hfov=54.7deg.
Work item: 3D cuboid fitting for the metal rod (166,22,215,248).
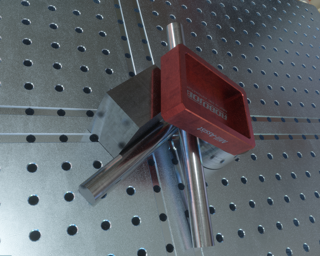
[{"bbox_3d":[0.036,-0.005,0.403,0.025,0.025,0.299,4,69,-27],"label":"metal rod"}]

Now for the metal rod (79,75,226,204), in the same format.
[{"bbox_3d":[0.014,-0.004,0.420,0.025,0.025,0.302,47,51,4],"label":"metal rod"}]

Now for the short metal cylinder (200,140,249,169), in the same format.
[{"bbox_3d":[0.081,0.011,0.430,0.081,0.050,0.080,14,56,-21],"label":"short metal cylinder"}]

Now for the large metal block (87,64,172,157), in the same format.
[{"bbox_3d":[-0.030,-0.019,0.369,0.050,0.080,0.080,47,51,4],"label":"large metal block"}]

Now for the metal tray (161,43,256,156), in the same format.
[{"bbox_3d":[0.058,-0.030,0.366,0.131,0.030,0.090,26,50,-36],"label":"metal tray"}]
